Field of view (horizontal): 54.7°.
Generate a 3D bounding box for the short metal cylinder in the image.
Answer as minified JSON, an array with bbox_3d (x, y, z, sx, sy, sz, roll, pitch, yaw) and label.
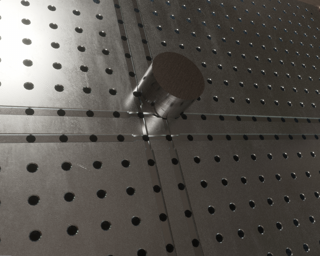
[{"bbox_3d":[0.016,-0.060,0.439,0.081,0.050,0.080,14,56,-21],"label":"short metal cylinder"}]
